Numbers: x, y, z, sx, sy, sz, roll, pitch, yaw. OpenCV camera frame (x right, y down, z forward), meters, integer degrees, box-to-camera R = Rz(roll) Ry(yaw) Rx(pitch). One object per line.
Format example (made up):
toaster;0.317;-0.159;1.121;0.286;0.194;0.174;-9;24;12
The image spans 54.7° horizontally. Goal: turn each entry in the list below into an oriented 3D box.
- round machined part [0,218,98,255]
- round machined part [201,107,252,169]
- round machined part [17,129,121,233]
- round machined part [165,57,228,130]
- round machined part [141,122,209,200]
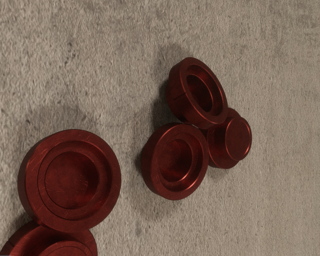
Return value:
round machined part;-0.105;0.140;0.307;0.099;0.042;0.097;-1;91;-40
round machined part;0.108;0.016;0.487;0.099;0.042;0.097;0;90;-40
round machined part;-0.092;0.052;0.311;0.099;0.042;0.098;11;72;-39
round machined part;0.045;-0.043;0.419;0.098;0.042;0.098;27;50;-36
round machined part;0.015;0.041;0.404;0.099;0.042;0.097;-7;101;-38
